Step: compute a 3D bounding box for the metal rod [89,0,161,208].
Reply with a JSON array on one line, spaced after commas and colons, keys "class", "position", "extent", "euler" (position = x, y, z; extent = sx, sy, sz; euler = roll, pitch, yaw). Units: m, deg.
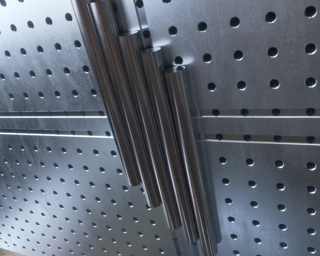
[{"class": "metal rod", "position": [-0.038, -0.015, 0.419], "extent": [0.025, 0.025, 0.298], "euler": [1, 119, 27]}]

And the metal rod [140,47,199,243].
[{"class": "metal rod", "position": [0.020, 0.040, 0.424], "extent": [0.025, 0.025, 0.298], "euler": [1, 119, 27]}]

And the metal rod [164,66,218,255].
[{"class": "metal rod", "position": [0.048, 0.063, 0.423], "extent": [0.025, 0.025, 0.298], "euler": [1, 119, 27]}]

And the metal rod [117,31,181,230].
[{"class": "metal rod", "position": [-0.007, 0.021, 0.425], "extent": [0.025, 0.025, 0.298], "euler": [1, 119, 27]}]

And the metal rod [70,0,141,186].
[{"class": "metal rod", "position": [-0.068, -0.048, 0.415], "extent": [0.025, 0.025, 0.298], "euler": [1, 119, 27]}]
